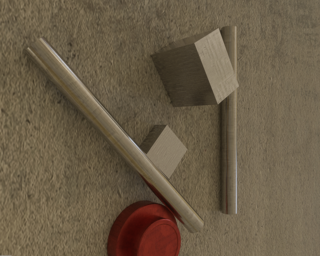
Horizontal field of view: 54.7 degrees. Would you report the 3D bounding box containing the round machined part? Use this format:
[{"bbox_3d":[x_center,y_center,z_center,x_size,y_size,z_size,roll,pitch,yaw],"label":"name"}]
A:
[{"bbox_3d":[-0.012,0.143,0.386,0.099,0.042,0.097,0,90,-40],"label":"round machined part"}]

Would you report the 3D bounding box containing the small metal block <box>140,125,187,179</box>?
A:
[{"bbox_3d":[0.002,0.031,0.409,0.050,0.025,0.050,50,60,-29],"label":"small metal block"}]

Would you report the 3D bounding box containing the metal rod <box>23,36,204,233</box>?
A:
[{"bbox_3d":[-0.037,0.025,0.361,0.300,0.025,0.025,51,60,-23],"label":"metal rod"}]

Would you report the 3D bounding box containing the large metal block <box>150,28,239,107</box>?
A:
[{"bbox_3d":[0.045,-0.076,0.409,0.050,0.080,0.080,-39,114,-33],"label":"large metal block"}]

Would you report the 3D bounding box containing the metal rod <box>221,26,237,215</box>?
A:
[{"bbox_3d":[0.112,-0.012,0.501,0.025,0.025,0.298,0,90,-40],"label":"metal rod"}]
